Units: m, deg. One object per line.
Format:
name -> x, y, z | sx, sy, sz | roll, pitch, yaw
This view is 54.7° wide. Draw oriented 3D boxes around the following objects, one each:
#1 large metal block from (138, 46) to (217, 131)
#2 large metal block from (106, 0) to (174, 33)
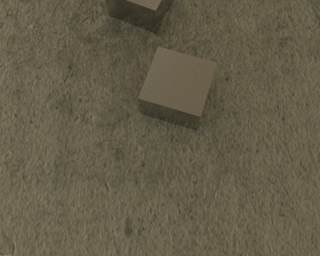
large metal block -> 0.023, -0.052, 0.414 | 0.080, 0.050, 0.080 | 17, 71, 6
large metal block -> -0.027, -0.203, 0.469 | 0.080, 0.050, 0.080 | 23, 71, 7
